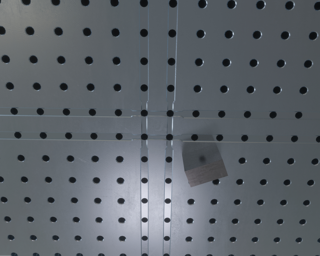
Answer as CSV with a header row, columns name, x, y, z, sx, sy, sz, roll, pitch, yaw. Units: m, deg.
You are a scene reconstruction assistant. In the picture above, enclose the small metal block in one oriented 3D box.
name,x,y,z,sx,sy,sz,roll,pitch,yaw
small metal block,0.059,0.050,0.419,0.050,0.050,0.025,-19,109,7
